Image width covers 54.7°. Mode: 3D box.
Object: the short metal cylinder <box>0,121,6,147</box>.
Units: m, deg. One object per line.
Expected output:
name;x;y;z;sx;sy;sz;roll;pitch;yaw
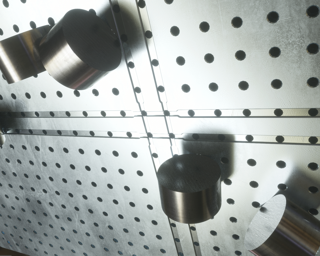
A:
short metal cylinder;-0.326;0.007;0.552;0.080;0.080;0.050;14;124;20

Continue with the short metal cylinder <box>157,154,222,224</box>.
short metal cylinder;0.039;0.077;0.403;0.080;0.080;0.050;7;122;24

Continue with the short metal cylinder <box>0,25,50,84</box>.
short metal cylinder;-0.172;-0.097;0.407;0.080;0.080;0.050;-8;115;31

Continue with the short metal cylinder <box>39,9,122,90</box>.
short metal cylinder;-0.093;-0.092;0.368;0.050;0.080;0.080;-26;104;37

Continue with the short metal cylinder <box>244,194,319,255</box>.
short metal cylinder;0.148;0.129;0.377;0.050;0.080;0.079;35;129;5
